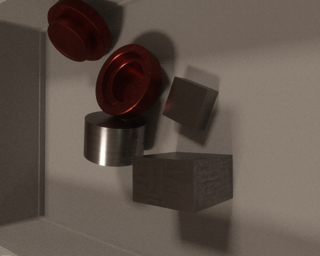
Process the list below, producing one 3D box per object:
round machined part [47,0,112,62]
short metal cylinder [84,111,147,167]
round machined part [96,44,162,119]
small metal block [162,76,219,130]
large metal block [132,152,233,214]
[{"bbox_3d":[-0.125,-0.137,0.459,0.098,0.098,0.042,2,50,39],"label":"round machined part"},{"bbox_3d":[-0.060,0.012,0.414,0.080,0.081,0.050,21,112,38],"label":"short metal cylinder"},{"bbox_3d":[-0.037,-0.058,0.414,0.098,0.042,0.098,-12,69,34],"label":"round machined part"},{"bbox_3d":[0.036,-0.030,0.376,0.050,0.025,0.050,29,108,36],"label":"small metal block"},{"bbox_3d":[0.026,0.056,0.348,0.080,0.081,0.050,-1,90,39],"label":"large metal block"}]
